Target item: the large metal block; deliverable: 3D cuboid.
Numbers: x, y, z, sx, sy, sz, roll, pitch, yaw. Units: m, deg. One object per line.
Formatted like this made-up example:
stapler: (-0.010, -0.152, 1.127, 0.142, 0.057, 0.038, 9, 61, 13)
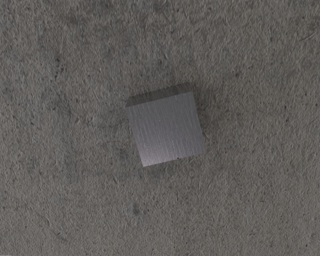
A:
large metal block: (0.008, -0.005, 0.394, 0.080, 0.050, 0.080, -14, 110, 5)
